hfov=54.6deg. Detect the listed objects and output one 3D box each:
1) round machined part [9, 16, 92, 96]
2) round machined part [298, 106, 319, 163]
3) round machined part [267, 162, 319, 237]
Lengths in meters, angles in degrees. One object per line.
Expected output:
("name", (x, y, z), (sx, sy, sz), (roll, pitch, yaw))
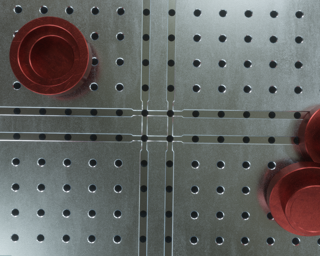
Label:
("round machined part", (-0.137, -0.090, 0.404), (0.099, 0.042, 0.097), (0, 90, 0))
("round machined part", (0.239, 0.014, 0.406), (0.099, 0.042, 0.097), (0, 90, 0))
("round machined part", (0.190, 0.096, 0.393), (0.098, 0.042, 0.097), (2, 105, 8))
